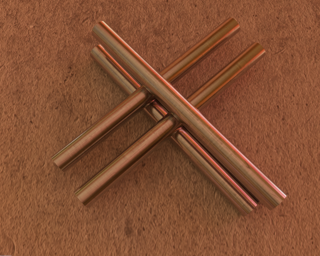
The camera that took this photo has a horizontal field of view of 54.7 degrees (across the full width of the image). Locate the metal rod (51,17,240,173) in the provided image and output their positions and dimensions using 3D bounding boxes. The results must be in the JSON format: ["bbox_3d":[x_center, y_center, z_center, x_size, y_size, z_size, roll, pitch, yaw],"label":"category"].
[{"bbox_3d":[-0.009,-0.051,0.401,0.301,0.025,0.025,-40,75,-14],"label":"metal rod"}]

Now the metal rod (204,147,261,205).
[{"bbox_3d":[0.030,-0.019,0.417,0.025,0.025,0.300,-40,75,-13],"label":"metal rod"}]

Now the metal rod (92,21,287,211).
[{"bbox_3d":[0.023,-0.025,0.365,0.025,0.025,0.300,-41,75,-14],"label":"metal rod"}]

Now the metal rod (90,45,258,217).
[{"bbox_3d":[0.009,-0.006,0.411,0.025,0.025,0.300,-40,75,-13],"label":"metal rod"}]

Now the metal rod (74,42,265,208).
[{"bbox_3d":[0.022,-0.013,0.388,0.301,0.025,0.025,-40,75,-14],"label":"metal rod"}]
